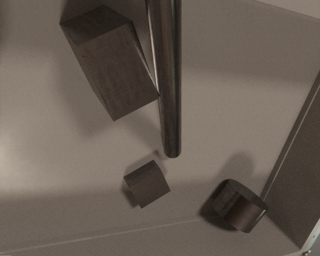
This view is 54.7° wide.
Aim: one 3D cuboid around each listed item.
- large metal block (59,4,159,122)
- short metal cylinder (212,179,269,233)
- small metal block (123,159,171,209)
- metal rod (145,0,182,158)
[{"bbox_3d":[-0.050,-0.066,0.306,0.050,0.080,0.080,-29,129,-11],"label":"large metal block"},{"bbox_3d":[0.137,0.133,0.533,0.080,0.080,0.050,26,104,-37],"label":"short metal cylinder"},{"bbox_3d":[-0.018,0.082,0.451,0.050,0.025,0.050,-30,129,-10],"label":"small metal block"},{"bbox_3d":[0.009,-0.037,0.310,0.025,0.025,0.299,-28,154,-11],"label":"metal rod"}]
